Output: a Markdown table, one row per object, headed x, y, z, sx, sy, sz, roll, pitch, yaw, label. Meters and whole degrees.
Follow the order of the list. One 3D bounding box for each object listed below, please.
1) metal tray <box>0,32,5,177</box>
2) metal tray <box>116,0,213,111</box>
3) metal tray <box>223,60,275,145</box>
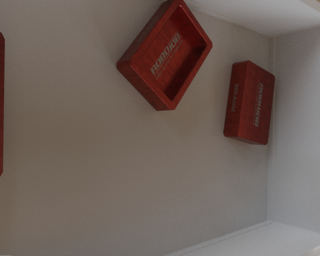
| x | y | z | sx | sy | sz | roll | pitch | yaw | label |
| --- | --- | --- | --- | --- | --- | --- | --- | --- | --- |
| -0.160 | -0.020 | 0.235 | 0.090 | 0.030 | 0.129 | 3 | 87 | -83 | metal tray |
| 0.012 | -0.098 | 0.414 | 0.090 | 0.030 | 0.130 | 46 | 62 | -31 | metal tray |
| 0.157 | -0.041 | 0.539 | 0.091 | 0.030 | 0.129 | 15 | 80 | -39 | metal tray |
